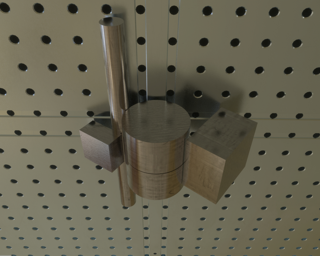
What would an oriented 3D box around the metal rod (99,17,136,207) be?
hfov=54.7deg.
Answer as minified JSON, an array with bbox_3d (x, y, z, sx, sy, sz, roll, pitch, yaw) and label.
[{"bbox_3d":[-0.050,0.006,0.410,0.025,0.025,0.298,0,130,0],"label":"metal rod"}]

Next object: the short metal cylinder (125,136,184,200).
[{"bbox_3d":[-0.005,0.048,0.411,0.081,0.080,0.050,0,130,-1],"label":"short metal cylinder"}]

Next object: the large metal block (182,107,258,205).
[{"bbox_3d":[0.074,0.034,0.390,0.050,0.080,0.079,27,137,27],"label":"large metal block"}]

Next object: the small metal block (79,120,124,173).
[{"bbox_3d":[-0.077,0.024,0.412,0.050,0.025,0.050,24,135,25],"label":"small metal block"}]

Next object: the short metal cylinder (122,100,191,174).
[{"bbox_3d":[-0.005,0.009,0.378,0.081,0.080,0.050,0,130,-1],"label":"short metal cylinder"}]
